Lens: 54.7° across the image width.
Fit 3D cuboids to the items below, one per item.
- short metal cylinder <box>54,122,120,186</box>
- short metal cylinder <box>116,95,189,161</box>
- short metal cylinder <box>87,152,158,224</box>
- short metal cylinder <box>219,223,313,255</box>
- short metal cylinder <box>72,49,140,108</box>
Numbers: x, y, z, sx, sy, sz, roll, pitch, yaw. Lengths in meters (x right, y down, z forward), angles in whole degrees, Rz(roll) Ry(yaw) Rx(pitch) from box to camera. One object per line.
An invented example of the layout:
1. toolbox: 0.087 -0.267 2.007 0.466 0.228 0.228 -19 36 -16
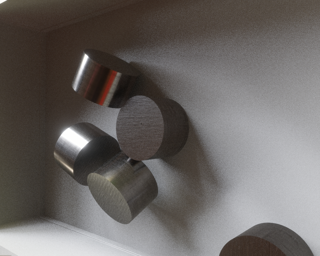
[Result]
1. short metal cylinder: -0.106 0.038 0.456 0.050 0.081 0.079 28 108 36
2. short metal cylinder: -0.010 0.000 0.397 0.080 0.050 0.079 0 90 39
3. short metal cylinder: -0.049 0.078 0.408 0.080 0.050 0.079 27 136 30
4. short metal cylinder: 0.104 0.139 0.304 0.080 0.050 0.079 0 90 39
5. short metal cylinder: -0.075 -0.069 0.430 0.080 0.081 0.050 40 115 32
